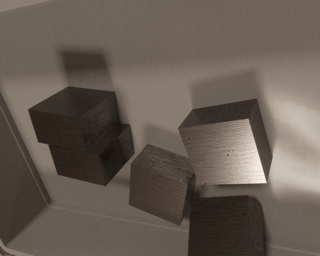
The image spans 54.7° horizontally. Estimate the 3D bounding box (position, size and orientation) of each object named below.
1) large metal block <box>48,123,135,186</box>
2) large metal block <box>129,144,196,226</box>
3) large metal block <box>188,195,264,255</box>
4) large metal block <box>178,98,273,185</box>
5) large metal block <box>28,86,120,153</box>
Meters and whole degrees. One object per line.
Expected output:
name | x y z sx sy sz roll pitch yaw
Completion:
large metal block | -0.093 0.030 0.439 0.080 0.080 0.050 8 122 23
large metal block | 0.005 0.079 0.438 0.080 0.050 0.079 18 126 17
large metal block | 0.086 0.135 0.402 0.080 0.080 0.050 -12 149 32
large metal block | 0.078 0.018 0.362 0.080 0.050 0.080 -8 114 31
large metal block | -0.113 -0.015 0.421 0.080 0.080 0.050 9 122 23
